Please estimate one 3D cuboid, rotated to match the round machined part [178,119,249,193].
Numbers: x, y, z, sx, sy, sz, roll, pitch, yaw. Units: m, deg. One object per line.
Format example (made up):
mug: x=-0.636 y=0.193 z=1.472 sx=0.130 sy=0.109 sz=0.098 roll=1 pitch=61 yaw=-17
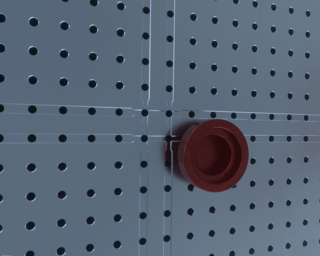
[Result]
round machined part: x=0.069 y=0.037 z=0.429 sx=0.099 sy=0.042 sz=0.097 roll=0 pitch=90 yaw=-20
